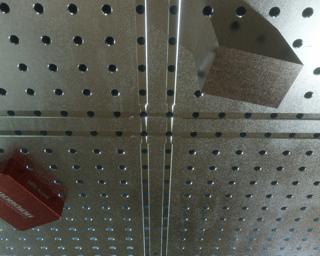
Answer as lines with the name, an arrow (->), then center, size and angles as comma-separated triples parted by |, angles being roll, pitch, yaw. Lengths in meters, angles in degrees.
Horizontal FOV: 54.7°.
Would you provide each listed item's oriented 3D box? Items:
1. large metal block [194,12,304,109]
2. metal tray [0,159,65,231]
large metal block -> 0.084, -0.071, 0.316 | 0.081, 0.080, 0.050 | 10, 129, -9
metal tray -> -0.232, 0.113, 0.503 | 0.090, 0.030, 0.130 | -21, 127, 17
